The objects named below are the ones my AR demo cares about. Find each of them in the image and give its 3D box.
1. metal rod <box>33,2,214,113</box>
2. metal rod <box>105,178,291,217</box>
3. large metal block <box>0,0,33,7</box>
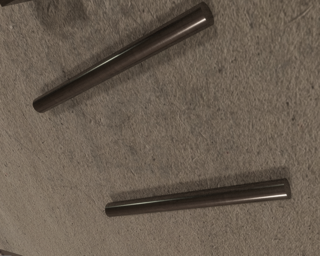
[{"bbox_3d":[-0.069,-0.075,0.395,0.300,0.025,0.025,-19,109,35],"label":"metal rod"},{"bbox_3d":[0.033,0.107,0.454,0.300,0.025,0.025,-16,110,34],"label":"metal rod"},{"bbox_3d":[-0.156,-0.194,0.351,0.080,0.050,0.080,-8,115,31],"label":"large metal block"}]
